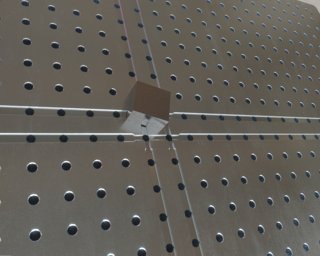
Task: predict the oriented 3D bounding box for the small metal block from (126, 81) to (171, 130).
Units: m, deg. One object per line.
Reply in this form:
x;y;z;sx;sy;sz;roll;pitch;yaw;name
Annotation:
-0.015;-0.030;0.420;0.050;0.025;0.050;17;55;-19;small metal block
